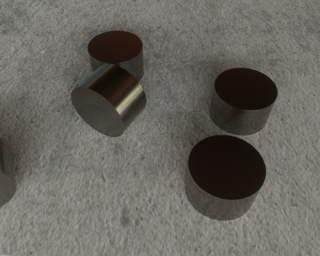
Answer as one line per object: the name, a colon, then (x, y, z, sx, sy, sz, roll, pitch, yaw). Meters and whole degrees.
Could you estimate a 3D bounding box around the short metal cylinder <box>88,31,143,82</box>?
short metal cylinder: (-0.066, -0.105, 0.474, 0.081, 0.050, 0.080, 0, 50, 0)

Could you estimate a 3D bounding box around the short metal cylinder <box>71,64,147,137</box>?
short metal cylinder: (-0.065, -0.034, 0.396, 0.080, 0.080, 0.050, 24, 54, 19)

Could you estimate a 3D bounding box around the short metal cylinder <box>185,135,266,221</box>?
short metal cylinder: (0.070, 0.054, 0.342, 0.081, 0.050, 0.080, 0, 50, 0)

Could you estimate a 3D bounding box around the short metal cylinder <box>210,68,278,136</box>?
short metal cylinder: (0.111, -0.036, 0.419, 0.081, 0.050, 0.080, 0, 50, 0)

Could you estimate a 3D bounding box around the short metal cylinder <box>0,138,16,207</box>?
short metal cylinder: (-0.198, 0.049, 0.324, 0.081, 0.080, 0.050, -18, 53, -15)
